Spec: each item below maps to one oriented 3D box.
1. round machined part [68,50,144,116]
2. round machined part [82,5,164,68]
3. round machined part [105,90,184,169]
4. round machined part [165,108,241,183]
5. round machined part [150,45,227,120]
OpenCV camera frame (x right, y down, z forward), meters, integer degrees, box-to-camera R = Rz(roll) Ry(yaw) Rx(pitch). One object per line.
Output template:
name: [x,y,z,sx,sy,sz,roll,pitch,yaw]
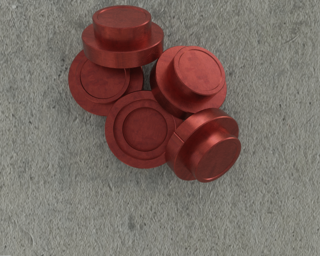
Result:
round machined part: [-0.070,-0.064,0.403,0.099,0.042,0.097,0,90,-1]
round machined part: [-0.044,-0.115,0.373,0.099,0.098,0.042,1,132,-1]
round machined part: [-0.019,0.002,0.402,0.099,0.042,0.097,0,90,-1]
round machined part: [0.059,0.028,0.376,0.098,0.098,0.042,-43,50,0]
round machined part: [0.040,-0.061,0.381,0.099,0.042,0.098,9,65,-19]
